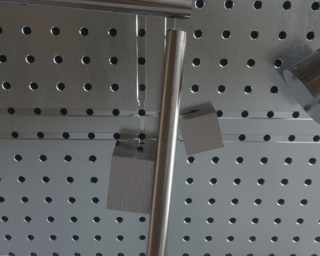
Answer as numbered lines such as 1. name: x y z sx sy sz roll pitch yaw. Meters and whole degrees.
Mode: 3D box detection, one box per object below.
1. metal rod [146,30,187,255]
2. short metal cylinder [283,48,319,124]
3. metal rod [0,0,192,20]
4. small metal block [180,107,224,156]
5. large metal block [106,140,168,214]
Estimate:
1. metal rod: 0.007 0.034 0.377 0.025 0.025 0.298 5 91 -2
2. short metal cylinder: 0.193 -0.050 0.368 0.050 0.080 0.080 -33 107 11
3. metal rod: -0.115 -0.151 0.355 0.302 0.025 0.025 5 110 -3
4. small metal block: 0.054 0.004 0.416 0.050 0.025 0.050 -14 110 4
5. large metal block: -0.026 0.068 0.425 0.081 0.050 0.079 8 110 -4
